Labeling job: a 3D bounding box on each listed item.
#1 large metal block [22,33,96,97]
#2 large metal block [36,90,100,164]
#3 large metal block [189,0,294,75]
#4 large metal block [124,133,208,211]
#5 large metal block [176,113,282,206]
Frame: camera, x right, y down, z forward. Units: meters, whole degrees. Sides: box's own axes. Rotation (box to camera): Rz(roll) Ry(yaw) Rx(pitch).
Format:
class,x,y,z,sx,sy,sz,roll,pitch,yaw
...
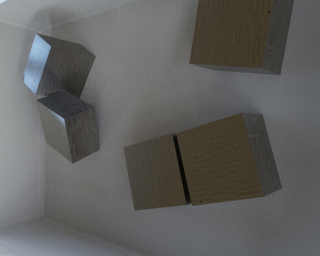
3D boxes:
class,x,y,z,sx,sy,sz,roll,pitch,yaw
large metal block,-0.164,-0.098,0.503,0.050,0.081,0.079,40,114,32
large metal block,-0.144,-0.004,0.488,0.080,0.050,0.079,28,132,36
large metal block,0.083,-0.101,0.321,0.080,0.050,0.079,13,99,39
large metal block,0.007,0.054,0.383,0.080,0.050,0.080,-18,79,38
large metal block,0.072,0.034,0.330,0.080,0.050,0.080,-19,78,38
